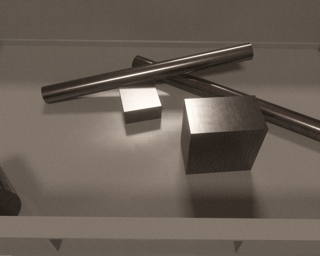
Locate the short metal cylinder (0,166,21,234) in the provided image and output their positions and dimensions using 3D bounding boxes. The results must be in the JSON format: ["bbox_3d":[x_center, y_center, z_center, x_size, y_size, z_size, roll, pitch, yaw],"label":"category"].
[{"bbox_3d":[-0.188,0.074,0.305,0.081,0.080,0.050,-32,57,-24],"label":"short metal cylinder"}]

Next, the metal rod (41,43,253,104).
[{"bbox_3d":[-0.017,-0.079,0.445,0.302,0.025,0.025,-12,51,-1],"label":"metal rod"}]

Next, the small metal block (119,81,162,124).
[{"bbox_3d":[-0.028,-0.036,0.435,0.050,0.025,0.050,-10,51,-9],"label":"small metal block"}]

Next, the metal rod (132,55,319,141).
[{"bbox_3d":[0.094,-0.046,0.445,0.301,0.025,0.025,23,54,18],"label":"metal rod"}]

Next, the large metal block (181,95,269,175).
[{"bbox_3d":[0.069,0.010,0.362,0.081,0.080,0.050,-3,50,-3],"label":"large metal block"}]
